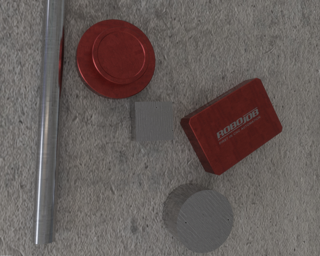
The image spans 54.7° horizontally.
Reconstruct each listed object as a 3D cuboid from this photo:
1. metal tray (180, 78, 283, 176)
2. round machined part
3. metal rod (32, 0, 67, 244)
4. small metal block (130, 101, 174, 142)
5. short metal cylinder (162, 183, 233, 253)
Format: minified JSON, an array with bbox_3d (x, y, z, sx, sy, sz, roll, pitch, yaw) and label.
[{"bbox_3d":[0.105,-0.004,0.445,0.131,0.030,0.090,-31,100,-18],"label":"metal tray"},{"bbox_3d":[-0.052,-0.085,0.381,0.099,0.042,0.097,0,90,-20],"label":"round machined part"},{"bbox_3d":[-0.128,-0.019,0.361,0.025,0.025,0.298,3,89,-20],"label":"metal rod"},{"bbox_3d":[-0.011,-0.009,0.405,0.050,0.025,0.050,-2,91,-20],"label":"small metal block"},{"bbox_3d":[0.050,0.118,0.415,0.081,0.050,0.080,0,90,-20],"label":"short metal cylinder"}]
